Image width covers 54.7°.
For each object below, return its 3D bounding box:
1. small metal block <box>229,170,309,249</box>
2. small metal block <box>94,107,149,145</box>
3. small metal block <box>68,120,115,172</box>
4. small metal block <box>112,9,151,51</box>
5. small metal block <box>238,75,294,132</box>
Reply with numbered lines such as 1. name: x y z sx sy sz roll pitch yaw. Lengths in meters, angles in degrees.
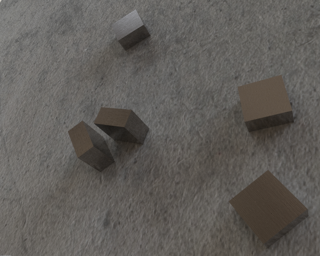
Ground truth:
1. small metal block: 0.105 0.078 0.301 0.050 0.025 0.050 -39 51 1
2. small metal block: -0.051 -0.003 0.415 0.050 0.050 0.025 7 65 31
3. small metal block: -0.093 0.025 0.419 0.025 0.050 0.050 -37 51 4
4. small metal block: -0.050 -0.169 0.532 0.050 0.025 0.050 -29 52 9
5. small metal block: 0.121 -0.028 0.357 0.050 0.025 0.050 -14 56 20
